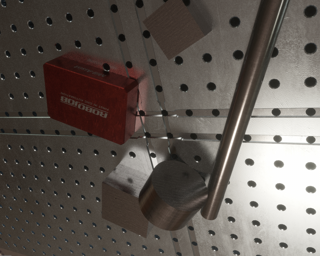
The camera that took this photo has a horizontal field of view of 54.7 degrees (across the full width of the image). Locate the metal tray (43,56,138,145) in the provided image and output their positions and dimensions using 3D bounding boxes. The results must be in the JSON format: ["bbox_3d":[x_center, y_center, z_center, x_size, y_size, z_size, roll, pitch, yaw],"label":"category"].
[{"bbox_3d":[-0.098,-0.039,0.434,0.130,0.030,0.089,19,126,16],"label":"metal tray"}]

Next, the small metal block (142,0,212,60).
[{"bbox_3d":[0.019,-0.110,0.333,0.050,0.025,0.050,-27,104,37],"label":"small metal block"}]

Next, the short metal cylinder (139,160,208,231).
[{"bbox_3d":[0.017,0.091,0.421,0.080,0.080,0.050,33,129,6],"label":"short metal cylinder"}]

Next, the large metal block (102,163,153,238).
[{"bbox_3d":[-0.043,0.113,0.486,0.080,0.050,0.079,19,126,16],"label":"large metal block"}]

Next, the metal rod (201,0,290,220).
[{"bbox_3d":[0.088,0.002,0.365,0.025,0.025,0.298,20,126,16],"label":"metal rod"}]
